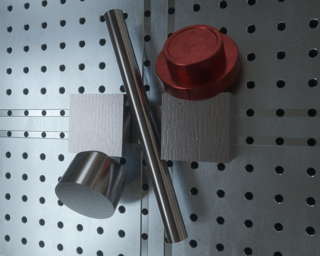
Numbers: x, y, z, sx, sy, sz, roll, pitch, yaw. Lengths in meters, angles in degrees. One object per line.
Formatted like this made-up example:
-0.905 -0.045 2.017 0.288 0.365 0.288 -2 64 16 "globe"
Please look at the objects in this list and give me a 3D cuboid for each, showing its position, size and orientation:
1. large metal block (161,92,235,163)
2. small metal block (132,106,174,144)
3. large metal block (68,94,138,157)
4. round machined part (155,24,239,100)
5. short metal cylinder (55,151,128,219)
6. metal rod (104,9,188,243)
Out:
0.048 -0.001 0.383 0.080 0.050 0.079 1 90 20 "large metal block"
-0.009 -0.004 0.416 0.050 0.025 0.050 1 90 20 "small metal block"
-0.076 -0.005 0.427 0.080 0.050 0.079 2 91 20 "large metal block"
0.041 -0.083 0.363 0.098 0.042 0.098 -9 53 12 "round machined part"
-0.088 0.076 0.408 0.080 0.050 0.080 11 136 11 "short metal cylinder"
-0.020 -0.007 0.392 0.025 0.025 0.299 -18 84 19 "metal rod"
